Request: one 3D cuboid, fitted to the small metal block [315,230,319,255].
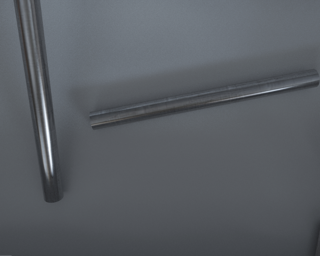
[{"bbox_3d":[0.233,0.154,0.398,0.025,0.050,0.050,15,85,-25],"label":"small metal block"}]

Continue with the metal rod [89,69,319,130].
[{"bbox_3d":[0.058,-0.038,0.412,0.302,0.025,0.025,-11,90,-1],"label":"metal rod"}]

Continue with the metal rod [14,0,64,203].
[{"bbox_3d":[-0.137,-0.045,0.352,0.025,0.025,0.298,1,114,-1],"label":"metal rod"}]
